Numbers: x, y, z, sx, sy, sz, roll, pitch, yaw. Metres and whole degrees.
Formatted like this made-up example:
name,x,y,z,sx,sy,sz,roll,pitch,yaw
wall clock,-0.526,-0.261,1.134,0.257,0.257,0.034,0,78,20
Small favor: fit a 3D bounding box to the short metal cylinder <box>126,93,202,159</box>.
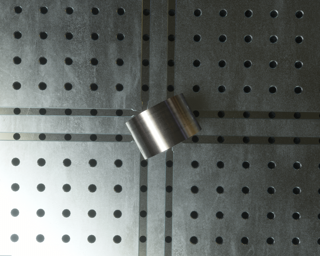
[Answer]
name,x,y,z,sx,sy,sz,roll,pitch,yaw
short metal cylinder,0.005,-0.002,0.385,0.080,0.080,0.050,-28,89,0
